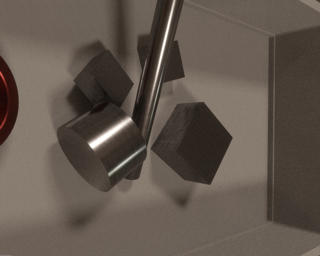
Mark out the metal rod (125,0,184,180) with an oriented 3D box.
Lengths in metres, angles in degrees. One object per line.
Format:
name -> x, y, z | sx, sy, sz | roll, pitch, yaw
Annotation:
metal rod -> -0.002, -0.075, 0.321 | 0.025, 0.025, 0.298 | -7, 121, -40

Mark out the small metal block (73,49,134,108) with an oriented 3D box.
small metal block -> -0.061, -0.051, 0.346 | 0.050, 0.025, 0.050 | 53, 35, -27

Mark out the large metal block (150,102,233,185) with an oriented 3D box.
large metal block -> 0.046, 0.021, 0.432 | 0.080, 0.050, 0.080 | 46, 63, -31

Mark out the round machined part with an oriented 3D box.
round machined part -> -0.166, -0.023, 0.242 | 0.098, 0.042, 0.097 | -1, 90, -65

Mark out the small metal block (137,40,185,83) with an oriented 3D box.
small metal block -> 0.002, -0.086, 0.410 | 0.050, 0.025, 0.050 | -21, 104, -38

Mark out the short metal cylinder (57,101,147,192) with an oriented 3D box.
short metal cylinder -> -0.060, 0.019, 0.322 | 0.050, 0.080, 0.080 | -39, 114, -33
